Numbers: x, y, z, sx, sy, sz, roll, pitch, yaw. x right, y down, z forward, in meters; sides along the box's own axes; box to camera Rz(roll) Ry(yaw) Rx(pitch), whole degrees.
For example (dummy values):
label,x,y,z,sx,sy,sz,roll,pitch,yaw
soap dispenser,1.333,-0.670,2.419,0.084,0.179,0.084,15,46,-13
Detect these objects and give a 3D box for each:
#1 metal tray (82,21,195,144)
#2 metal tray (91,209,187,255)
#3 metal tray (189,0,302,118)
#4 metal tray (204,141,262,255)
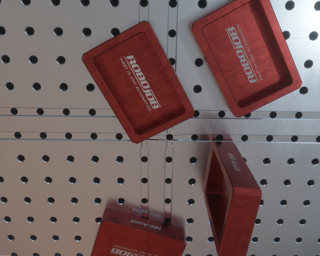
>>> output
label,x,y,z,sx,sy,sz,roll,pitch,yaw
metal tray,-0.024,-0.055,0.390,0.090,0.030,0.130,-26,108,9
metal tray,-0.035,0.185,0.479,0.131,0.030,0.089,17,109,-6
metal tray,0.104,-0.089,0.378,0.090,0.030,0.130,-27,108,9
metal tray,0.084,0.082,0.388,0.030,0.130,0.089,6,110,-2
